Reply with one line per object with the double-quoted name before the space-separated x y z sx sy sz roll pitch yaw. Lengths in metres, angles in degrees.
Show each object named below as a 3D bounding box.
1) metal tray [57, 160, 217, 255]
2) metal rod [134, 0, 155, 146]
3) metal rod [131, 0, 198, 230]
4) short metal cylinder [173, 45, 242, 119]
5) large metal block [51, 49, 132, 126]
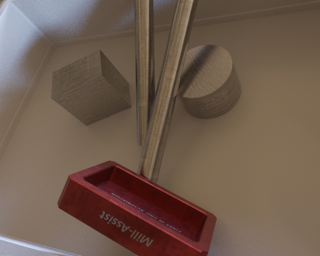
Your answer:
"metal tray" -0.016 0.079 0.291 0.130 0.090 0.030 26 99 12
"metal rod" -0.020 -0.127 0.401 0.025 0.025 0.298 -1 91 27
"metal rod" 0.005 -0.031 0.363 0.025 0.025 0.298 10 84 32
"short metal cylinder" 0.058 -0.058 0.394 0.080 0.050 0.080 -13 56 20
"large metal block" -0.099 -0.056 0.455 0.080 0.080 0.050 -22 54 15
